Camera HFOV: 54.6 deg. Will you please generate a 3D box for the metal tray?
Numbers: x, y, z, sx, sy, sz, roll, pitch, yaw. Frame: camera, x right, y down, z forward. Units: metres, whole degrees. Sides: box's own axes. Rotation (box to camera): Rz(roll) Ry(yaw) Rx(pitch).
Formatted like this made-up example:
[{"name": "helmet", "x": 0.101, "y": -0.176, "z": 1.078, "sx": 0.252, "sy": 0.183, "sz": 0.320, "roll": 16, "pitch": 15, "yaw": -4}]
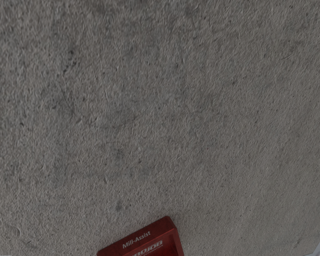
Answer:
[{"name": "metal tray", "x": -0.029, "y": 0.212, "z": 0.518, "sx": 0.131, "sy": 0.030, "sz": 0.090, "roll": -24, "pitch": 127, "yaw": -14}]
